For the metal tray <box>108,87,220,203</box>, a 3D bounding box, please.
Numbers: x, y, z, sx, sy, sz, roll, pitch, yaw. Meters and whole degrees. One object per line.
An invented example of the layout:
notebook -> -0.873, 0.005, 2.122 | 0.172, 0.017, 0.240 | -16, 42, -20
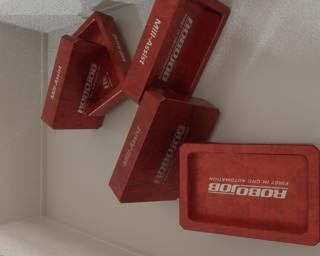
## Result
metal tray -> 0.005, 0.024, 0.357 | 0.030, 0.091, 0.129 | 42, 116, 46

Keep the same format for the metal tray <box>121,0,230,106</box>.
metal tray -> 0.019, -0.087, 0.348 | 0.030, 0.091, 0.129 | 37, 113, 34

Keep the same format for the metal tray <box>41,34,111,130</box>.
metal tray -> -0.114, -0.062, 0.458 | 0.030, 0.091, 0.129 | 31, 109, 34

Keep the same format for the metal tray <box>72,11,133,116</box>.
metal tray -> -0.090, -0.094, 0.463 | 0.090, 0.030, 0.130 | -31, 72, 32

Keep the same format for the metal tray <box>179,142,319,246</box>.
metal tray -> 0.085, 0.060, 0.309 | 0.130, 0.030, 0.089 | 0, 90, 23
